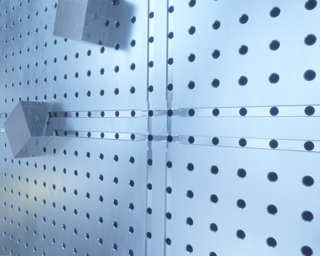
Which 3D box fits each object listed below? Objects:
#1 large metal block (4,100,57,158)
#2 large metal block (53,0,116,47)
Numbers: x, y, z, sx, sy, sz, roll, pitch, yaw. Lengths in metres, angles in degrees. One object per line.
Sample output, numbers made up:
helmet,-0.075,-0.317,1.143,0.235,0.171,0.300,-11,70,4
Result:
large metal block,-0.255,0.003,0.606,0.080,0.050,0.080,-40,66,33
large metal block,-0.121,-0.179,0.495,0.080,0.050,0.080,20,103,38
